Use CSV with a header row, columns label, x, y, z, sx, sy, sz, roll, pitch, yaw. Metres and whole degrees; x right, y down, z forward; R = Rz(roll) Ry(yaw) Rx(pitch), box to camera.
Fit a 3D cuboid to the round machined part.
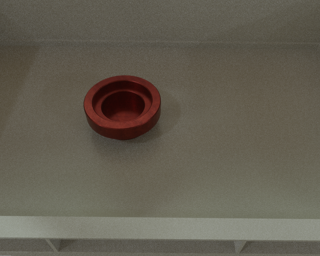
label,x,y,z,sx,sy,sz,roll,pitch,yaw
round machined part,-0.048,-0.023,0.412,0.099,0.042,0.098,0,50,0
